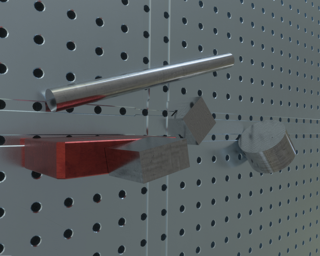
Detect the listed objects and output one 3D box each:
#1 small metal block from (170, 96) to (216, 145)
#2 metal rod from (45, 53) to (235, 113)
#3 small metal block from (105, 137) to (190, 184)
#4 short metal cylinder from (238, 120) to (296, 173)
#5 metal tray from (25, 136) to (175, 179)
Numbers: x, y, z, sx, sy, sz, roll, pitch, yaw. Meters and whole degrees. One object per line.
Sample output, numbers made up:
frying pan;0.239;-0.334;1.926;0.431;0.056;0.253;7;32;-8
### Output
small metal block;0.050;-0.011;0.453;0.050;0.025;0.050;-48;119;-29
metal rod;0.000;-0.069;0.410;0.302;0.025;0.025;-20;103;-38
small metal block;-0.011;0.025;0.267;0.050;0.050;0.025;-13;99;-40
short metal cylinder;0.183;0.031;0.530;0.080;0.080;0.050;-51;120;-28
metal tray;-0.058;0.025;0.319;0.131;0.090;0.030;-1;91;-40
